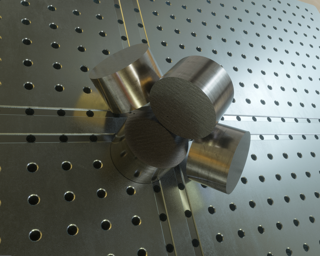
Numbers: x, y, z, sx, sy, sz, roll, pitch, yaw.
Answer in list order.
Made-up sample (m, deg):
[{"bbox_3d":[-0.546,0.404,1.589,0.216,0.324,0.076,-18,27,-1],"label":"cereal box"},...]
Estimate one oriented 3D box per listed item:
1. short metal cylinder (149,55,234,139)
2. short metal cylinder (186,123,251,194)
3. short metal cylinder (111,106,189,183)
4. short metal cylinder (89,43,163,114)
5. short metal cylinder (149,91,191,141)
[{"bbox_3d":[0.036,-0.034,0.348,0.080,0.080,0.050,41,51,0],"label":"short metal cylinder"},{"bbox_3d":[0.074,0.035,0.384,0.050,0.079,0.080,18,45,27],"label":"short metal cylinder"},{"bbox_3d":[-0.013,0.020,0.373,0.081,0.050,0.080,14,56,-21],"label":"short metal cylinder"},{"bbox_3d":[-0.039,-0.062,0.382,0.080,0.080,0.050,-55,129,-39],"label":"short metal cylinder"},{"bbox_3d":[0.030,-0.026,0.425,0.081,0.050,0.080,14,56,-21],"label":"short metal cylinder"}]
